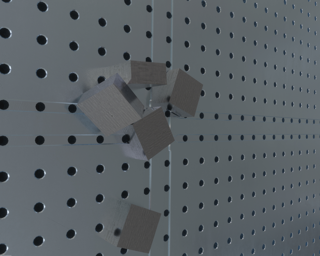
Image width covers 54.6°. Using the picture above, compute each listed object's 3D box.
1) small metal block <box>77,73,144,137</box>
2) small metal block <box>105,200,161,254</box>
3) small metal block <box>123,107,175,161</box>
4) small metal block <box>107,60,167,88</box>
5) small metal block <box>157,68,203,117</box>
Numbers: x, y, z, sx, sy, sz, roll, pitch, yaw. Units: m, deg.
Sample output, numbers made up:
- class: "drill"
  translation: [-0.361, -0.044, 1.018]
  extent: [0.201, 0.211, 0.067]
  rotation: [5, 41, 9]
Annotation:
- class: "small metal block"
  translation: [-0.054, -0.025, 0.344]
  extent: [0.050, 0.050, 0.025]
  rotation: [52, 25, -28]
- class: "small metal block"
  translation: [-0.032, 0.122, 0.382]
  extent: [0.050, 0.025, 0.050]
  rotation: [29, 72, -36]
- class: "small metal block"
  translation: [-0.015, 0.006, 0.396]
  extent: [0.050, 0.025, 0.050]
  rotation: [-35, 111, -34]
- class: "small metal block"
  translation: [-0.028, -0.062, 0.368]
  extent: [0.050, 0.050, 0.025]
  rotation: [-5, 93, -40]
- class: "small metal block"
  translation: [0.029, -0.048, 0.432]
  extent: [0.050, 0.025, 0.050]
  rotation: [27, 73, -37]
